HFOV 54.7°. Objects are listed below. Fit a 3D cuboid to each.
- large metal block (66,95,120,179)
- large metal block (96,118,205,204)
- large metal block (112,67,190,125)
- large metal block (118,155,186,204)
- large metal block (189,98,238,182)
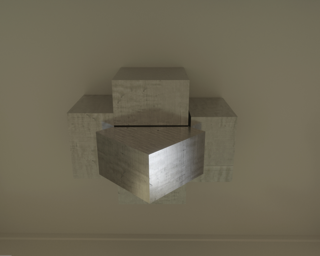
[{"bbox_3d":[-0.075,0.008,0.383,0.050,0.080,0.079,0,110,0],"label":"large metal block"},{"bbox_3d":[-0.010,0.027,0.330,0.081,0.080,0.050,-19,117,-42],"label":"large metal block"},{"bbox_3d":[-0.010,-0.040,0.366,0.081,0.080,0.050,0,110,0],"label":"large metal block"},{"bbox_3d":[-0.009,0.054,0.401,0.081,0.080,0.050,0,110,0],"label":"large metal block"},{"bbox_3d":[0.058,0.012,0.383,0.050,0.080,0.079,0,110,-1],"label":"large metal block"}]
